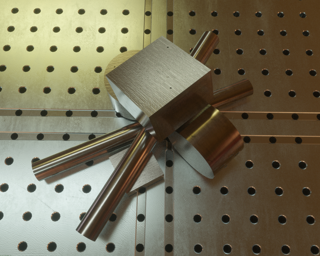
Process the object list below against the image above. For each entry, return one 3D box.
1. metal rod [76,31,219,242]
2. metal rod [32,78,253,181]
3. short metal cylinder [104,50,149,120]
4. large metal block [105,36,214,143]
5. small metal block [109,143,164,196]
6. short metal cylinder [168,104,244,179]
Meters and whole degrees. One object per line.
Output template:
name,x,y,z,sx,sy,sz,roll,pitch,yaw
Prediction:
metal rod,-0.005,-0.004,0.383,0.025,0.025,0.300,29,72,10
metal rod,-0.016,-0.001,0.408,0.302,0.025,0.025,-22,72,-8
short metal cylinder,-0.031,-0.057,0.415,0.081,0.050,0.080,0,70,0
large metal block,0.001,-0.045,0.344,0.080,0.050,0.080,-38,57,-12
small metal block,-0.029,0.050,0.389,0.050,0.025,0.050,-26,72,-10
short metal cylinder,0.053,0.015,0.374,0.050,0.080,0.080,-42,75,-13
